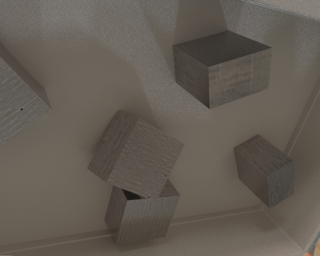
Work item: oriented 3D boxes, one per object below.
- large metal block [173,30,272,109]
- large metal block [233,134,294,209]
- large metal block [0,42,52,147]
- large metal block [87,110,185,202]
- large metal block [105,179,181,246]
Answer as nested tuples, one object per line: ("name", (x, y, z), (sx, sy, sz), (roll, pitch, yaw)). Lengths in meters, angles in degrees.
("large metal block", (0.071, -0.073, 0.367), (0.081, 0.080, 0.050), (-19, 126, -17))
("large metal block", (0.171, 0.070, 0.509), (0.050, 0.080, 0.080), (-28, 128, -11))
("large metal block", (-0.162, -0.031, 0.285), (0.080, 0.050, 0.080), (-37, 129, -4))
("large metal block", (-0.028, 0.035, 0.384), (0.080, 0.050, 0.080), (31, 83, -38))
("large metal block", (-0.027, 0.116, 0.449), (0.081, 0.050, 0.079), (2, 118, -30))
